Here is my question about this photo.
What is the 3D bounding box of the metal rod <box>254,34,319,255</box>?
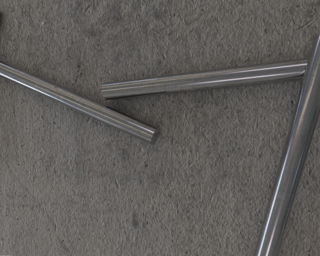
[{"bbox_3d":[0.143,0.051,0.343,0.025,0.025,0.298,15,101,19],"label":"metal rod"}]

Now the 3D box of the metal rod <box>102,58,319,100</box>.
[{"bbox_3d":[0.066,-0.060,0.385,0.301,0.025,0.025,-4,89,19],"label":"metal rod"}]

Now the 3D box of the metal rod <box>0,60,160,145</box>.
[{"bbox_3d":[-0.137,-0.045,0.457,0.301,0.025,0.025,23,98,18],"label":"metal rod"}]
